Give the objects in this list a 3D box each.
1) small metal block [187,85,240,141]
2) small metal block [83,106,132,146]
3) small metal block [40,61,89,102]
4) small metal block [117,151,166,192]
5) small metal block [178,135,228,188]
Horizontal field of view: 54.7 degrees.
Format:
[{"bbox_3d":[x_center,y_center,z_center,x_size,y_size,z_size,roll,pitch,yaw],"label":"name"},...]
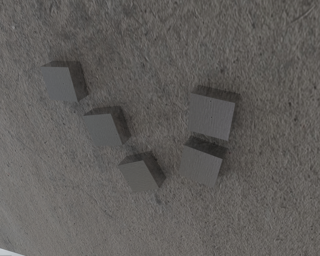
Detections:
[{"bbox_3d":[0.062,-0.018,0.363,0.050,0.025,0.050,15,125,19],"label":"small metal block"},{"bbox_3d":[-0.076,-0.002,0.445,0.050,0.025,0.050,-3,117,29],"label":"small metal block"},{"bbox_3d":[-0.134,-0.066,0.437,0.050,0.025,0.050,6,121,25],"label":"small metal block"},{"bbox_3d":[-0.027,0.066,0.462,0.050,0.025,0.050,-16,110,34],"label":"small metal block"},{"bbox_3d":[0.055,0.044,0.405,0.050,0.025,0.050,20,126,16],"label":"small metal block"}]
